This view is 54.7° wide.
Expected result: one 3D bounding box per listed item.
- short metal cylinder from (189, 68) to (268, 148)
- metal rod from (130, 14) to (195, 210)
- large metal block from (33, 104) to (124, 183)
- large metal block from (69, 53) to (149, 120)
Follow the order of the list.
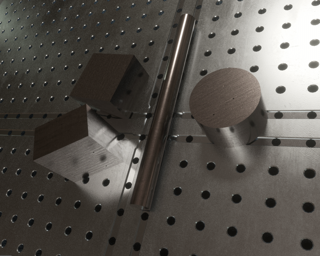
[{"bbox_3d":[0.081,-0.023,0.363,0.080,0.050,0.080,-13,56,20],"label":"short metal cylinder"},{"bbox_3d":[0.010,-0.039,0.425,0.025,0.025,0.300,0,62,28],"label":"metal rod"},{"bbox_3d":[-0.107,0.023,0.413,0.080,0.080,0.050,-24,53,13],"label":"large metal block"},{"bbox_3d":[-0.075,-0.065,0.470,0.080,0.050,0.080,11,67,32],"label":"large metal block"}]
